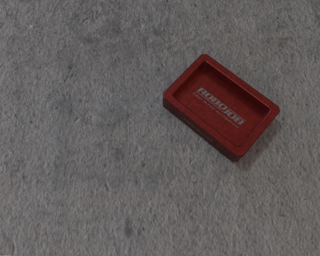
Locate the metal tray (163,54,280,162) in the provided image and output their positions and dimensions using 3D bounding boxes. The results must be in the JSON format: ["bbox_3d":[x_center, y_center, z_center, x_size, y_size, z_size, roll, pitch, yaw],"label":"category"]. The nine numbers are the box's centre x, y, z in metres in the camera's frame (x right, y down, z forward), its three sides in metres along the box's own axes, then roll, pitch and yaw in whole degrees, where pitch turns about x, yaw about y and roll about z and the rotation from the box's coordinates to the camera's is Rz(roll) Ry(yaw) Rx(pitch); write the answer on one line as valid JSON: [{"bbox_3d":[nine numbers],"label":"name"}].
[{"bbox_3d":[0.080,-0.029,0.416,0.130,0.030,0.090,40,74,13],"label":"metal tray"}]
